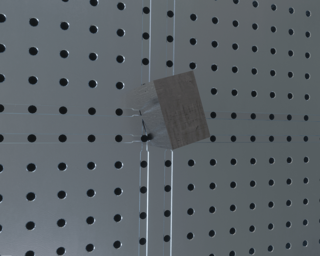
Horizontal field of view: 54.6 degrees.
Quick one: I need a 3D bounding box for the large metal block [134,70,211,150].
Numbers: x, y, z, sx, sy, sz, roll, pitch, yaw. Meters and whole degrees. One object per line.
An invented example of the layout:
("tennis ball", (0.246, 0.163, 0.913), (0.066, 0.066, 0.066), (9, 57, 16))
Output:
("large metal block", (0.012, -0.021, 0.388), (0.050, 0.080, 0.080), (-17, 96, -19))
